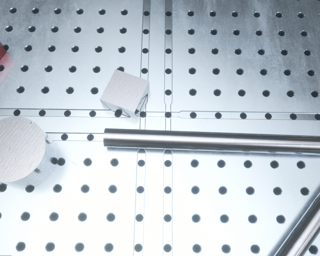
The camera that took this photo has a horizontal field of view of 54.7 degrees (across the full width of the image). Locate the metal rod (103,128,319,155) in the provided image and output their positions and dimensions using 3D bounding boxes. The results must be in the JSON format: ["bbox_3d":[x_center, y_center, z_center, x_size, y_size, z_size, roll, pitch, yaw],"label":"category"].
[{"bbox_3d":[0.079,0.018,0.406,0.302,0.025,0.025,2,70,0],"label":"metal rod"}]

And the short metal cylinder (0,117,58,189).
[{"bbox_3d":[-0.175,0.032,0.384,0.081,0.050,0.080,1,70,-1],"label":"short metal cylinder"}]

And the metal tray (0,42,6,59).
[{"bbox_3d":[-0.298,-0.088,0.437,0.090,0.030,0.130,26,72,8],"label":"metal tray"}]

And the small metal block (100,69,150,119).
[{"bbox_3d":[-0.047,-0.047,0.428,0.050,0.025,0.050,21,71,7],"label":"small metal block"}]

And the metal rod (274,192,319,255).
[{"bbox_3d":[0.196,0.101,0.377,0.025,0.025,0.301,41,74,13],"label":"metal rod"}]
